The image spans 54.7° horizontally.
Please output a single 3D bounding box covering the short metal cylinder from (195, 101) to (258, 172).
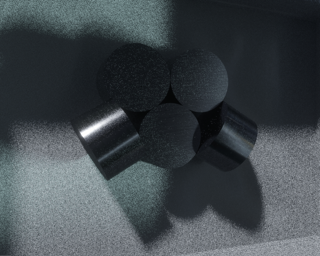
[{"bbox_3d":[0.081,0.011,0.409,0.050,0.080,0.080,31,80,-17],"label":"short metal cylinder"}]

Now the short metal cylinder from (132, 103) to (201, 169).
[{"bbox_3d":[0.005,0.009,0.397,0.081,0.050,0.080,0,90,-20],"label":"short metal cylinder"}]

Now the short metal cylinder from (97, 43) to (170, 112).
[{"bbox_3d":[-0.034,-0.059,0.383,0.081,0.050,0.080,0,90,-20],"label":"short metal cylinder"}]

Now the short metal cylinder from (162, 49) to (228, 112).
[{"bbox_3d":[0.042,-0.060,0.411,0.081,0.050,0.080,0,90,-20],"label":"short metal cylinder"}]

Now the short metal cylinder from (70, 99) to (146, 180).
[{"bbox_3d":[-0.060,0.013,0.358,0.050,0.080,0.080,-32,101,-17],"label":"short metal cylinder"}]
